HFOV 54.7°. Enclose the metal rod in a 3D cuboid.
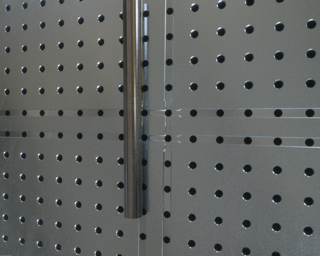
[{"bbox_3d":[-0.037,-0.028,0.424,0.025,0.025,0.298,0,90,19],"label":"metal rod"}]
